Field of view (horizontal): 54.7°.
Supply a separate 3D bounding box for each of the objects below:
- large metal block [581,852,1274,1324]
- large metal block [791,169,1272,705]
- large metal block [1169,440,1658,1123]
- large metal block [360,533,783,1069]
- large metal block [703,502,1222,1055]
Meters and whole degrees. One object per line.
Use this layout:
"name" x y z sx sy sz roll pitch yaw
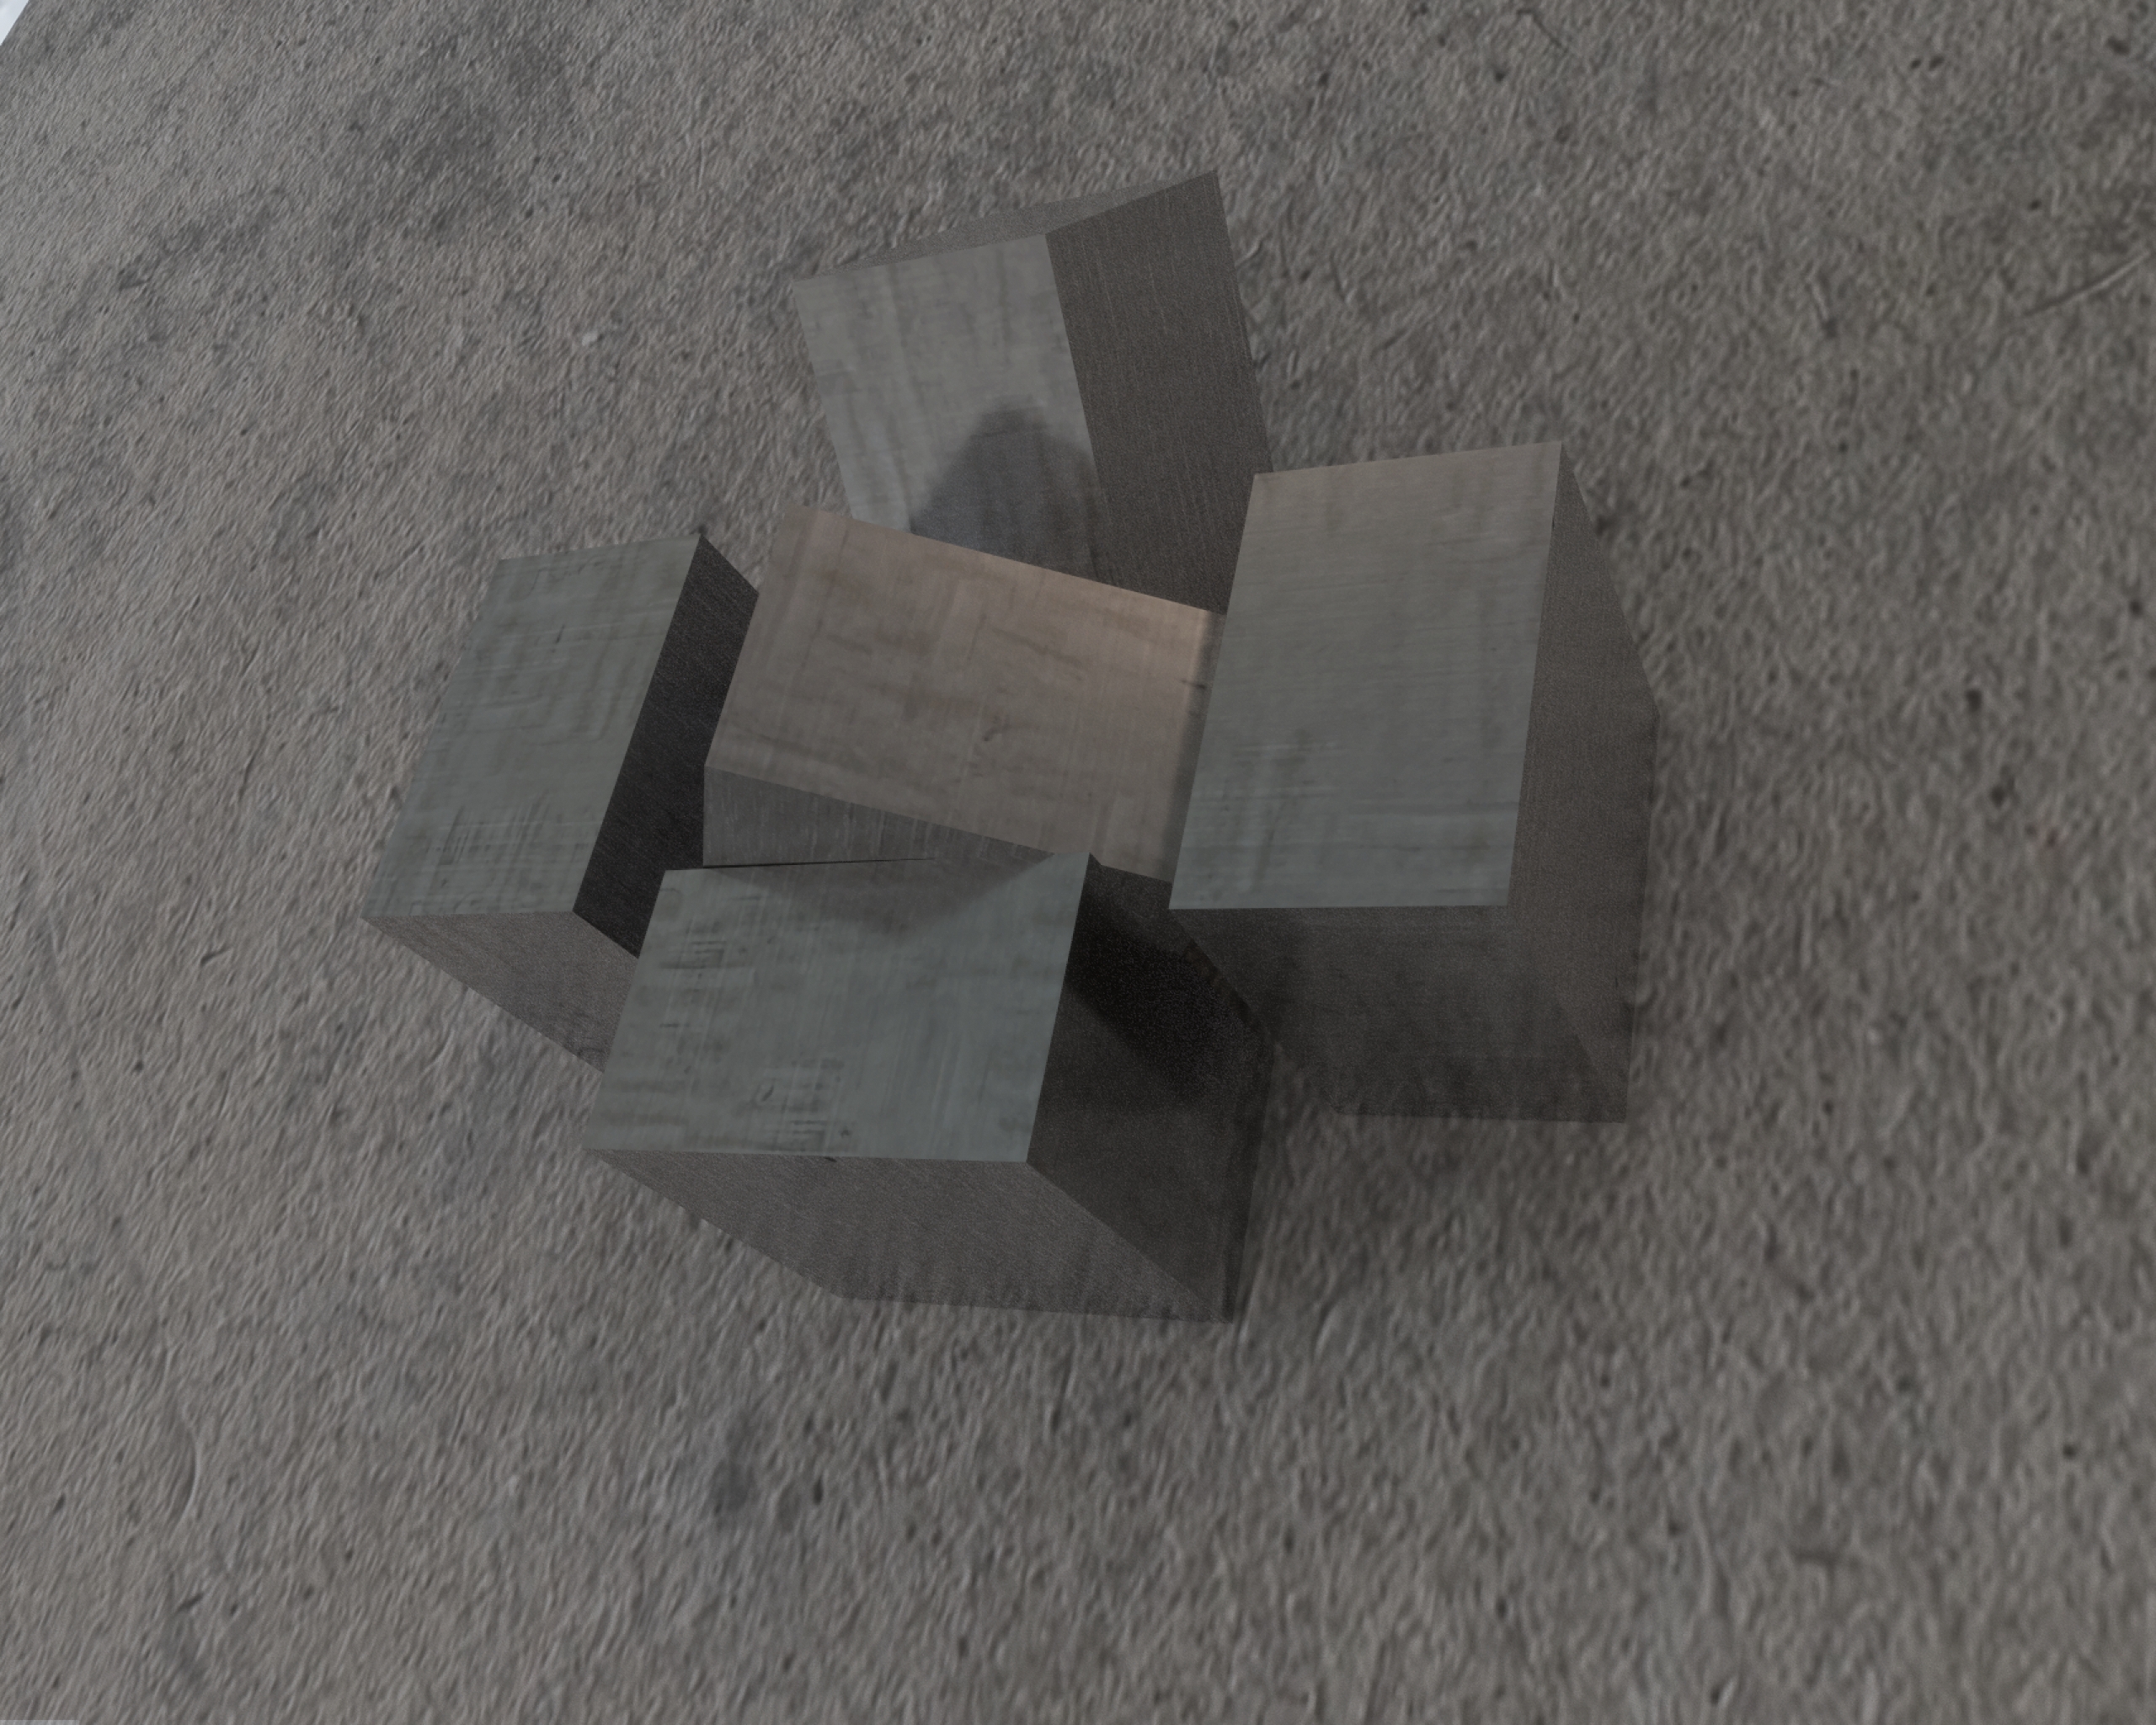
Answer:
"large metal block" -0.022 0.040 0.355 0.080 0.080 0.050 -3 61 27
"large metal block" -0.003 -0.082 0.400 0.050 0.080 0.080 -2 23 27
"large metal block" 0.060 -0.010 0.343 0.050 0.080 0.080 -2 61 26
"large metal block" -0.083 -0.007 0.416 0.050 0.080 0.080 -2 61 28
"large metal block" -0.019 -0.011 0.365 0.080 0.080 0.050 14 64 -4
